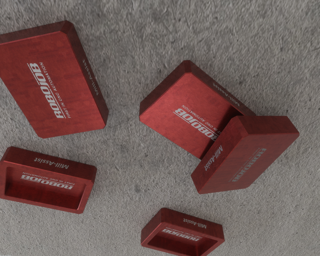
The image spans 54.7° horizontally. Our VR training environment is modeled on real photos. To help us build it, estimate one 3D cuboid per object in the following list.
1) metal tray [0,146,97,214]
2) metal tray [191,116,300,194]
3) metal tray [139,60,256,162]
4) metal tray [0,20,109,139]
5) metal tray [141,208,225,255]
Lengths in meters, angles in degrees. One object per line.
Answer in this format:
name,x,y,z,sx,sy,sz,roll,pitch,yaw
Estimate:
metal tray,-0.172,0.083,0.472,0.131,0.030,0.089,16,128,-14
metal tray,0.108,0.038,0.410,0.091,0.030,0.129,-1,139,-27
metal tray,0.050,-0.014,0.393,0.130,0.030,0.090,33,123,-25
metal tray,-0.123,-0.050,0.360,0.090,0.030,0.129,-10,130,8
metal tray,0.041,0.199,0.573,0.131,0.030,0.089,22,127,-18
